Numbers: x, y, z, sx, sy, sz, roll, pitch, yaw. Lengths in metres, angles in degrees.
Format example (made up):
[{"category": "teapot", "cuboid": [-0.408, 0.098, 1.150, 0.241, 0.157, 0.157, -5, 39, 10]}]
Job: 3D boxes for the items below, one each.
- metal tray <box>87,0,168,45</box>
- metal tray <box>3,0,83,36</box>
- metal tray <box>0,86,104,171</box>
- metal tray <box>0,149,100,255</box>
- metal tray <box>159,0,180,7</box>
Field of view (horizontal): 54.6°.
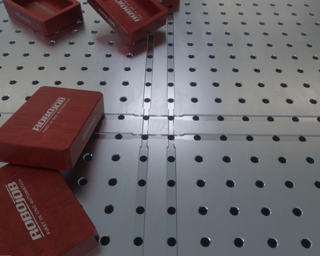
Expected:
[{"category": "metal tray", "cuboid": [-0.060, -0.221, 0.562, 0.090, 0.030, 0.130, -37, 74, -20]}, {"category": "metal tray", "cuboid": [-0.225, -0.231, 0.597, 0.130, 0.030, 0.090, 33, 57, 24]}, {"category": "metal tray", "cuboid": [-0.132, -0.006, 0.388, 0.090, 0.030, 0.130, 7, 36, 5]}, {"category": "metal tray", "cuboid": [-0.136, 0.091, 0.328, 0.091, 0.030, 0.130, -31, 56, -23]}, {"category": "metal tray", "cuboid": [-0.034, -0.280, 0.640, 0.131, 0.030, 0.090, -16, 52, -13]}]
